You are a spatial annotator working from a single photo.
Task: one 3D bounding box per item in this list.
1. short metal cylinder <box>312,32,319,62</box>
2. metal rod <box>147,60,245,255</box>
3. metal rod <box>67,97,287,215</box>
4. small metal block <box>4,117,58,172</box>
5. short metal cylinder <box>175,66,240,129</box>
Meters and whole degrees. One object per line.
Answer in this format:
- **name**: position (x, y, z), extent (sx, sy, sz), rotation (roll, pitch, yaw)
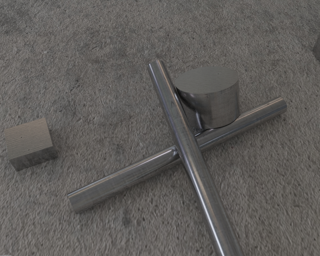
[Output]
- **short metal cylinder**: position (0.301, -0.140, 0.507), extent (0.081, 0.050, 0.080), rotation (0, 50, 0)
- **metal rod**: position (0.038, 0.041, 0.341), extent (0.025, 0.025, 0.299), rotation (-13, 60, -11)
- **metal rod**: position (0.036, 0.025, 0.382), extent (0.302, 0.025, 0.025), rotation (-24, 54, -19)
- **small metal block**: position (-0.160, 0.019, 0.386), extent (0.050, 0.025, 0.050), rotation (-19, 53, -15)
- **short metal cylinder**: position (0.063, -0.042, 0.407), extent (0.080, 0.050, 0.080), rotation (-8, 32, 5)
